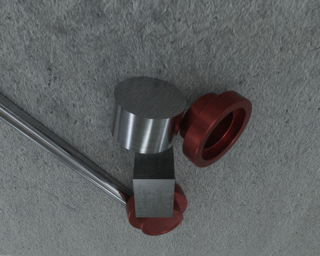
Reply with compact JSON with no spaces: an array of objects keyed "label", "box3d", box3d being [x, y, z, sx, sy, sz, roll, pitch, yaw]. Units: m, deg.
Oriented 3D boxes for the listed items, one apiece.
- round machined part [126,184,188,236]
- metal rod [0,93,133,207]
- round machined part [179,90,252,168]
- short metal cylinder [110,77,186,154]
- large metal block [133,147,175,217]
[{"label":"round machined part","box3d":[-0.002,0.134,0.493,0.099,0.042,0.097,-12,133,-13]},{"label":"metal rod","box3d":[-0.137,0.033,0.433,0.025,0.025,0.300,-31,124,23]},{"label":"round machined part","box3d":[0.062,-0.003,0.372,0.099,0.042,0.097,-33,146,-26]},{"label":"short metal cylinder","box3d":[-0.015,-0.016,0.357,0.081,0.080,0.050,8,130,-7]},{"label":"large metal block","box3d":[-0.008,0.066,0.427,0.050,0.080,0.079,0,130,0]}]
